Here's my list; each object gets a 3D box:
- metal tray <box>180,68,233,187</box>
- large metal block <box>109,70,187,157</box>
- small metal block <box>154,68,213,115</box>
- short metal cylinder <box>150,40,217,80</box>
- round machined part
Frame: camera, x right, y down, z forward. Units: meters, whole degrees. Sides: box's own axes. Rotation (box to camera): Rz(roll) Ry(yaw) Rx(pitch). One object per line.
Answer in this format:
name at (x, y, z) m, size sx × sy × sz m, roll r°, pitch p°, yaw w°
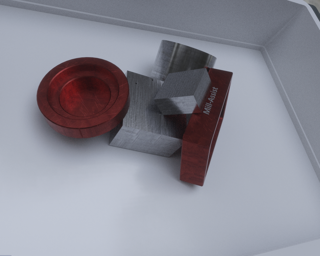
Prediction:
metal tray at (0.060, -0.003, 0.396) m, size 0.030 × 0.089 × 0.130 m, roll 15°, pitch 50°, yaw 13°
large metal block at (-0.014, -0.016, 0.391) m, size 0.081 × 0.050 × 0.080 m, roll 14°, pitch 56°, yaw -21°
small metal block at (0.028, -0.042, 0.364) m, size 0.025 × 0.050 × 0.050 m, roll 61°, pitch 41°, yaw -36°
short metal cylinder at (0.032, -0.085, 0.431) m, size 0.081 × 0.080 × 0.050 m, roll 15°, pitch 100°, yaw -20°
round machined part at (-0.083, -0.030, 0.352) m, size 0.099 × 0.042 × 0.098 m, roll 1°, pitch 59°, yaw -2°
